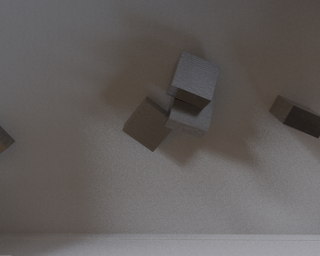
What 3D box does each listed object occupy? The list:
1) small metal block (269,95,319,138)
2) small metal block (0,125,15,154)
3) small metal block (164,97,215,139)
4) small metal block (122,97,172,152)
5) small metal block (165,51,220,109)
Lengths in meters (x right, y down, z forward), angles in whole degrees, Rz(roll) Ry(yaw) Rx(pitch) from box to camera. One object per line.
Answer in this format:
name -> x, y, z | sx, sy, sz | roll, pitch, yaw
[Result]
small metal block -> 0.175, -0.016, 0.395 | 0.050, 0.050, 0.025 | 21, 109, -8
small metal block -> -0.235, 0.017, 0.414 | 0.050, 0.025, 0.050 | -34, 107, 11
small metal block -> 0.037, -0.021, 0.390 | 0.050, 0.025, 0.050 | 19, 64, -7
small metal block -> -0.014, -0.005, 0.409 | 0.050, 0.025, 0.050 | 36, 106, -13
small metal block -> 0.040, -0.058, 0.376 | 0.050, 0.025, 0.050 | 21, 67, -8
